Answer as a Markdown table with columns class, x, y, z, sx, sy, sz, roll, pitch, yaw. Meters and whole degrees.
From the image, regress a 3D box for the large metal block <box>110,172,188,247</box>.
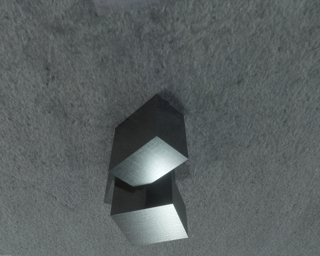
| class | x | y | z | sx | sy | sz | roll | pitch | yaw |
| --- | --- | --- | --- | --- | --- | --- | --- | --- | --- |
| large metal block | -0.012 | 0.112 | 0.421 | 0.080 | 0.050 | 0.080 | -13 | 129 | 10 |

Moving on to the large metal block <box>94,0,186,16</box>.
| class | x | y | z | sx | sy | sz | roll | pitch | yaw |
| --- | --- | --- | --- | --- | --- | --- | --- | --- | --- |
| large metal block | -0.014 | -0.138 | 0.254 | 0.080 | 0.080 | 0.050 | -8 | 130 | 6 |

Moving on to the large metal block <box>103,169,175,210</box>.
| class | x | y | z | sx | sy | sz | roll | pitch | yaw |
| --- | --- | --- | --- | --- | --- | --- | --- | --- | --- |
| large metal block | -0.031 | 0.075 | 0.454 | 0.081 | 0.050 | 0.079 | 15 | 128 | -13 |

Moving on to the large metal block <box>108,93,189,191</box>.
| class | x | y | z | sx | sy | sz | roll | pitch | yaw |
| --- | --- | --- | --- | --- | --- | --- | --- | --- | --- |
| large metal block | -0.014 | 0.017 | 0.386 | 0.080 | 0.080 | 0.050 | -37 | 121 | 27 |
